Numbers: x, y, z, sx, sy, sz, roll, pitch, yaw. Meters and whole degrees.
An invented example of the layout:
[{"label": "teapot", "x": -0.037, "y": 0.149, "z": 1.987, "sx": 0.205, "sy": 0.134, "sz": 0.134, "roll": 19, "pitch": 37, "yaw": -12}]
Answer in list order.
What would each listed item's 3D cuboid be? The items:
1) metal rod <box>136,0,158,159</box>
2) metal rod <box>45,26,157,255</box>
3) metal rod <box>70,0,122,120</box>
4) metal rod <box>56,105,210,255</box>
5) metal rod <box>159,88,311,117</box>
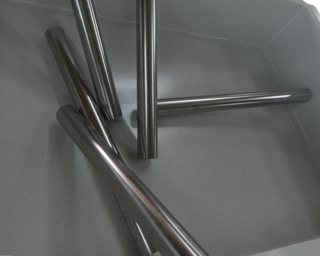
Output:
[{"label": "metal rod", "x": -0.017, "y": -0.112, "z": 0.380, "sx": 0.025, "sy": 0.025, "sz": 0.298, "roll": 0, "pitch": 90, "yaw": -29}, {"label": "metal rod", "x": -0.073, "y": 0.003, "z": 0.365, "sx": 0.025, "sy": 0.025, "sz": 0.299, "roll": -15, "pitch": 70, "yaw": -35}, {"label": "metal rod", "x": -0.091, "y": -0.154, "z": 0.349, "sx": 0.025, "sy": 0.025, "sz": 0.298, "roll": -24, "pitch": 108, "yaw": -37}, {"label": "metal rod", "x": -0.022, "y": 0.056, "z": 0.261, "sx": 0.025, "sy": 0.025, "sz": 0.300, "roll": -13, "pitch": 37, "yaw": -34}, {"label": "metal rod", "x": 0.112, "y": -0.040, "z": 0.471, "sx": 0.303, "sy": 0.025, "sz": 0.025, "roll": -7, "pitch": 65, "yaw": -24}]
